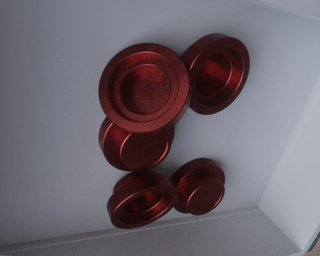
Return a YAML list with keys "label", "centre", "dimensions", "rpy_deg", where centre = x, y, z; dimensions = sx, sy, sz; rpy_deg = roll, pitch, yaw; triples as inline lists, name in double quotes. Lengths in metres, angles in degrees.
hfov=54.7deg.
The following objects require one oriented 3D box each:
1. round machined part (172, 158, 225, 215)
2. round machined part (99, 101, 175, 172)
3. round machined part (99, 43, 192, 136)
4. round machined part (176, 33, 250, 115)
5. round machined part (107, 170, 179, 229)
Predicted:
- label: "round machined part"
  centre: [0.064, 0.100, 0.494]
  dimensions: [0.099, 0.042, 0.097]
  rpy_deg: [-14, 124, -21]
- label: "round machined part"
  centre: [-0.024, 0.016, 0.394]
  dimensions: [0.099, 0.042, 0.097]
  rpy_deg: [-14, 124, -21]
- label: "round machined part"
  centre: [-0.013, -0.040, 0.341]
  dimensions: [0.098, 0.098, 0.042]
  rpy_deg: [-44, 164, 2]
- label: "round machined part"
  centre: [0.060, -0.068, 0.383]
  dimensions: [0.099, 0.042, 0.097]
  rpy_deg: [-18, 127, -26]
- label: "round machined part"
  centre: [-0.027, 0.095, 0.432]
  dimensions: [0.099, 0.042, 0.097]
  rpy_deg: [-18, 140, -15]
